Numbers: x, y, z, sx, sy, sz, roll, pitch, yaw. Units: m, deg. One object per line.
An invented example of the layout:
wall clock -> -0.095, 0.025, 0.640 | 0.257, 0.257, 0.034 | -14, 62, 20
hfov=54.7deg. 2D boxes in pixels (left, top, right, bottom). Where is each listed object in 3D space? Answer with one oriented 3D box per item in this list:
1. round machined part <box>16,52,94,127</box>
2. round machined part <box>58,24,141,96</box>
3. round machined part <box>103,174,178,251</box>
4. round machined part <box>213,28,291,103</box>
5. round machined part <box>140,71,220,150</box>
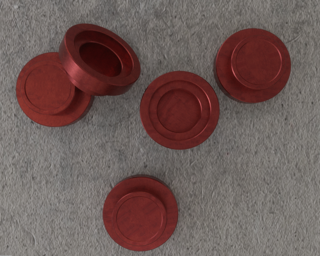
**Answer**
round machined part -> -0.137, -0.050, 0.400 | 0.099, 0.042, 0.097 | 0, 90, 0
round machined part -> -0.077, -0.078, 0.383 | 0.098, 0.099, 0.042 | 45, 130, 0
round machined part -> -0.025, 0.112, 0.401 | 0.099, 0.042, 0.097 | 0, 90, 0
round machined part -> 0.122, -0.082, 0.402 | 0.099, 0.042, 0.097 | 0, 90, 0
round machined part -> 0.024, -0.022, 0.401 | 0.099, 0.042, 0.097 | 0, 90, 0
